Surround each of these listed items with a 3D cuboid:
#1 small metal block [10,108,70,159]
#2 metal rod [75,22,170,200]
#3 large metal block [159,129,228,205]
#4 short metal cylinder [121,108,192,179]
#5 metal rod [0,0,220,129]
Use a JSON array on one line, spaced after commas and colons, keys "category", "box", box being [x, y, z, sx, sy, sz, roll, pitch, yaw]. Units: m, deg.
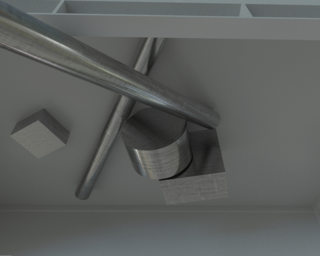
[{"category": "small metal block", "box": [-0.159, 0.008, 0.414, 0.050, 0.025, 0.050, -25, 126, 19]}, {"category": "metal rod", "box": [-0.063, 0.001, 0.409, 0.025, 0.025, 0.298, 19, 128, -16]}, {"category": "large metal block", "box": [0.043, 0.051, 0.417, 0.080, 0.080, 0.050, -9, 130, 7]}, {"category": "short metal cylinder", "box": [-0.003, 0.017, 0.388, 0.080, 0.080, 0.050, -9, 130, 7]}, {"category": "metal rod", "box": [-0.017, -0.036, 0.282, 0.025, 0.025, 0.301, -33, 153, 25]}]
